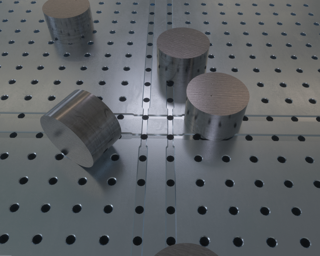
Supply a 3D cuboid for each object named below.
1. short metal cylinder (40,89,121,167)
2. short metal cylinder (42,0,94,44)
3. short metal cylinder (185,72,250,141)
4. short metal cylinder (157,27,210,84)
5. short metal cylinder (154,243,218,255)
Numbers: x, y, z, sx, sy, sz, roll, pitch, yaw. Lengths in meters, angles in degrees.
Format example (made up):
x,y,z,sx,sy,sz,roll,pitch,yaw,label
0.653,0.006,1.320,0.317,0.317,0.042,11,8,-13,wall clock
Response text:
x,y,z,sx,sy,sz,roll,pitch,yaw,label
-0.094,0.001,0.370,0.080,0.080,0.050,27,55,21,short metal cylinder
-0.162,-0.195,0.554,0.081,0.050,0.080,0,50,0,short metal cylinder
0.074,-0.030,0.417,0.081,0.050,0.080,0,50,0,short metal cylinder
0.035,-0.114,0.487,0.081,0.050,0.080,0,50,0,short metal cylinder
0.023,0.148,0.267,0.081,0.050,0.080,0,50,0,short metal cylinder
